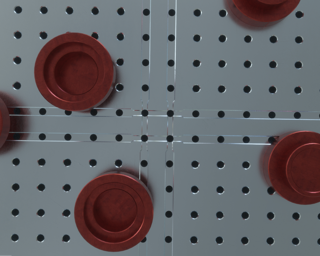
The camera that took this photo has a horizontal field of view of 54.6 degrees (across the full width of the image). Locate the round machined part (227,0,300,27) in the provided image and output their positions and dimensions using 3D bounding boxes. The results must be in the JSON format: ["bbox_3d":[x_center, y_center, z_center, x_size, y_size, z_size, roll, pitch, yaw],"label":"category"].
[{"bbox_3d":[0.140,-0.188,0.406,0.099,0.042,0.097,0,90,0],"label":"round machined part"}]

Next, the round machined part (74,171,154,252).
[{"bbox_3d":[-0.057,0.105,0.405,0.099,0.042,0.097,0,90,0],"label":"round machined part"}]

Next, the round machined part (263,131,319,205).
[{"bbox_3d":[0.191,0.052,0.406,0.099,0.042,0.097,0,90,0],"label":"round machined part"}]

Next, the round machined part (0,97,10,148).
[{"bbox_3d":[-0.244,-0.007,0.403,0.099,0.042,0.097,0,90,0],"label":"round machined part"}]

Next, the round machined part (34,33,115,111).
[{"bbox_3d":[-0.107,-0.070,0.404,0.099,0.042,0.097,0,90,0],"label":"round machined part"}]
